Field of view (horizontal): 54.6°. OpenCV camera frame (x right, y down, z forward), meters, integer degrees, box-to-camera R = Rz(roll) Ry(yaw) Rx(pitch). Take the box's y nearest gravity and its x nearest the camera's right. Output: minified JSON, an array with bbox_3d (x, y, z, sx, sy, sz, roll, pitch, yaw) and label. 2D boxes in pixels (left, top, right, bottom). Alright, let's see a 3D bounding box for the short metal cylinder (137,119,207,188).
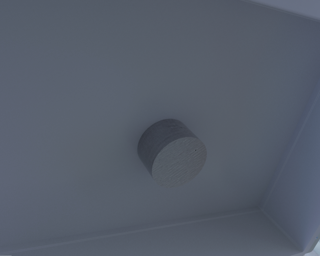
[{"bbox_3d":[0.016,0.034,0.422,0.081,0.050,0.080,-14,124,-21],"label":"short metal cylinder"}]
